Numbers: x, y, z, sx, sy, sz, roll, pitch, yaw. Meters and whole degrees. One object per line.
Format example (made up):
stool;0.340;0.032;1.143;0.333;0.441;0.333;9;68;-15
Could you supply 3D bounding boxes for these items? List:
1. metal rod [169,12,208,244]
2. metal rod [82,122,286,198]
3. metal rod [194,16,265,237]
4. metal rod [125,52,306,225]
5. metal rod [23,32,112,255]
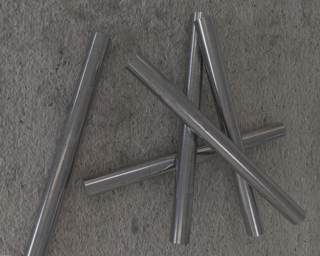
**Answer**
metal rod;0.039;-0.008;0.402;0.025;0.025;0.299;10;79;-20
metal rod;0.047;0.038;0.426;0.302;0.025;0.025;-14;95;-20
metal rod;0.095;0.004;0.415;0.025;0.025;0.298;-18;99;-19
metal rod;0.077;0.021;0.386;0.300;0.025;0.025;42;77;-12
metal rod;-0.111;0.031;0.367;0.025;0.025;0.299;17;84;-19
